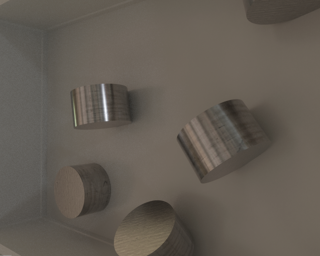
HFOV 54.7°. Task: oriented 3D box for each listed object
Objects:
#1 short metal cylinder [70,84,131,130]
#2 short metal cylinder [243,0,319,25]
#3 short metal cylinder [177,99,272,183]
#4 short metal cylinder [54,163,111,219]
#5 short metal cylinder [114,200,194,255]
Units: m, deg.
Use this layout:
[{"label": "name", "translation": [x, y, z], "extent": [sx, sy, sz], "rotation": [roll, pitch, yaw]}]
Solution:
[{"label": "short metal cylinder", "translation": [-0.084, -0.028, 0.440], "extent": [0.080, 0.081, 0.050], "rotation": [-12, 83, 39]}, {"label": "short metal cylinder", "translation": [0.113, -0.136, 0.278], "extent": [0.080, 0.081, 0.050], "rotation": [-17, 80, 39]}, {"label": "short metal cylinder", "translation": [0.064, 0.015, 0.318], "extent": [0.080, 0.081, 0.050], "rotation": [-43, 64, 31]}, {"label": "short metal cylinder", "translation": [-0.124, 0.098, 0.493], "extent": [0.080, 0.050, 0.080], "rotation": [0, 90, 40]}, {"label": "short metal cylinder", "translation": [-0.007, 0.134, 0.368], "extent": [0.080, 0.080, 0.050], "rotation": [-7, 125, 40]}]
